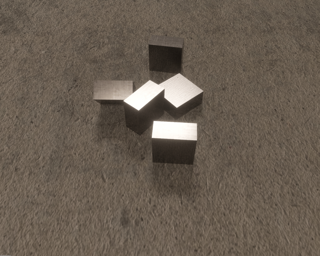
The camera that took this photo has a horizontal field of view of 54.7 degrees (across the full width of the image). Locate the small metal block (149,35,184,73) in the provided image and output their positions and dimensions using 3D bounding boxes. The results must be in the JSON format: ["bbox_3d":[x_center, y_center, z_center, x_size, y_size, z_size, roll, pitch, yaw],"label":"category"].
[{"bbox_3d":[0.010,-0.114,0.483,0.050,0.050,0.025,7,51,6],"label":"small metal block"}]

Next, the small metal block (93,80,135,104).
[{"bbox_3d":[-0.060,-0.048,0.423,0.050,0.050,0.025,1,87,0],"label":"small metal block"}]

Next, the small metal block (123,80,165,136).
[{"bbox_3d":[-0.020,-0.026,0.409,0.025,0.050,0.050,33,57,23],"label":"small metal block"}]

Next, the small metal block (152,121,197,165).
[{"bbox_3d":[0.017,0.019,0.372,0.050,0.050,0.025,3,50,2],"label":"small metal block"}]

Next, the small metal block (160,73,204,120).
[{"bbox_3d":[0.025,-0.046,0.442,0.050,0.025,0.050,-33,58,-25],"label":"small metal block"}]
